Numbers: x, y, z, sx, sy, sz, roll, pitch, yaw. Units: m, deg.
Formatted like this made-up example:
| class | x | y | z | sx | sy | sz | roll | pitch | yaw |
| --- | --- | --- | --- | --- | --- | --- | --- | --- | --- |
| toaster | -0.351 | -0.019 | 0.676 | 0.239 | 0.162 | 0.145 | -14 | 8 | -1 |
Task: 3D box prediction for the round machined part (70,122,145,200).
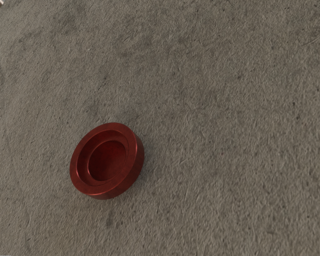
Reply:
| class | x | y | z | sx | sy | sz | roll | pitch | yaw |
| --- | --- | --- | --- | --- | --- | --- | --- | --- | --- |
| round machined part | -0.063 | 0.045 | 0.400 | 0.098 | 0.042 | 0.098 | -13 | 56 | 21 |
